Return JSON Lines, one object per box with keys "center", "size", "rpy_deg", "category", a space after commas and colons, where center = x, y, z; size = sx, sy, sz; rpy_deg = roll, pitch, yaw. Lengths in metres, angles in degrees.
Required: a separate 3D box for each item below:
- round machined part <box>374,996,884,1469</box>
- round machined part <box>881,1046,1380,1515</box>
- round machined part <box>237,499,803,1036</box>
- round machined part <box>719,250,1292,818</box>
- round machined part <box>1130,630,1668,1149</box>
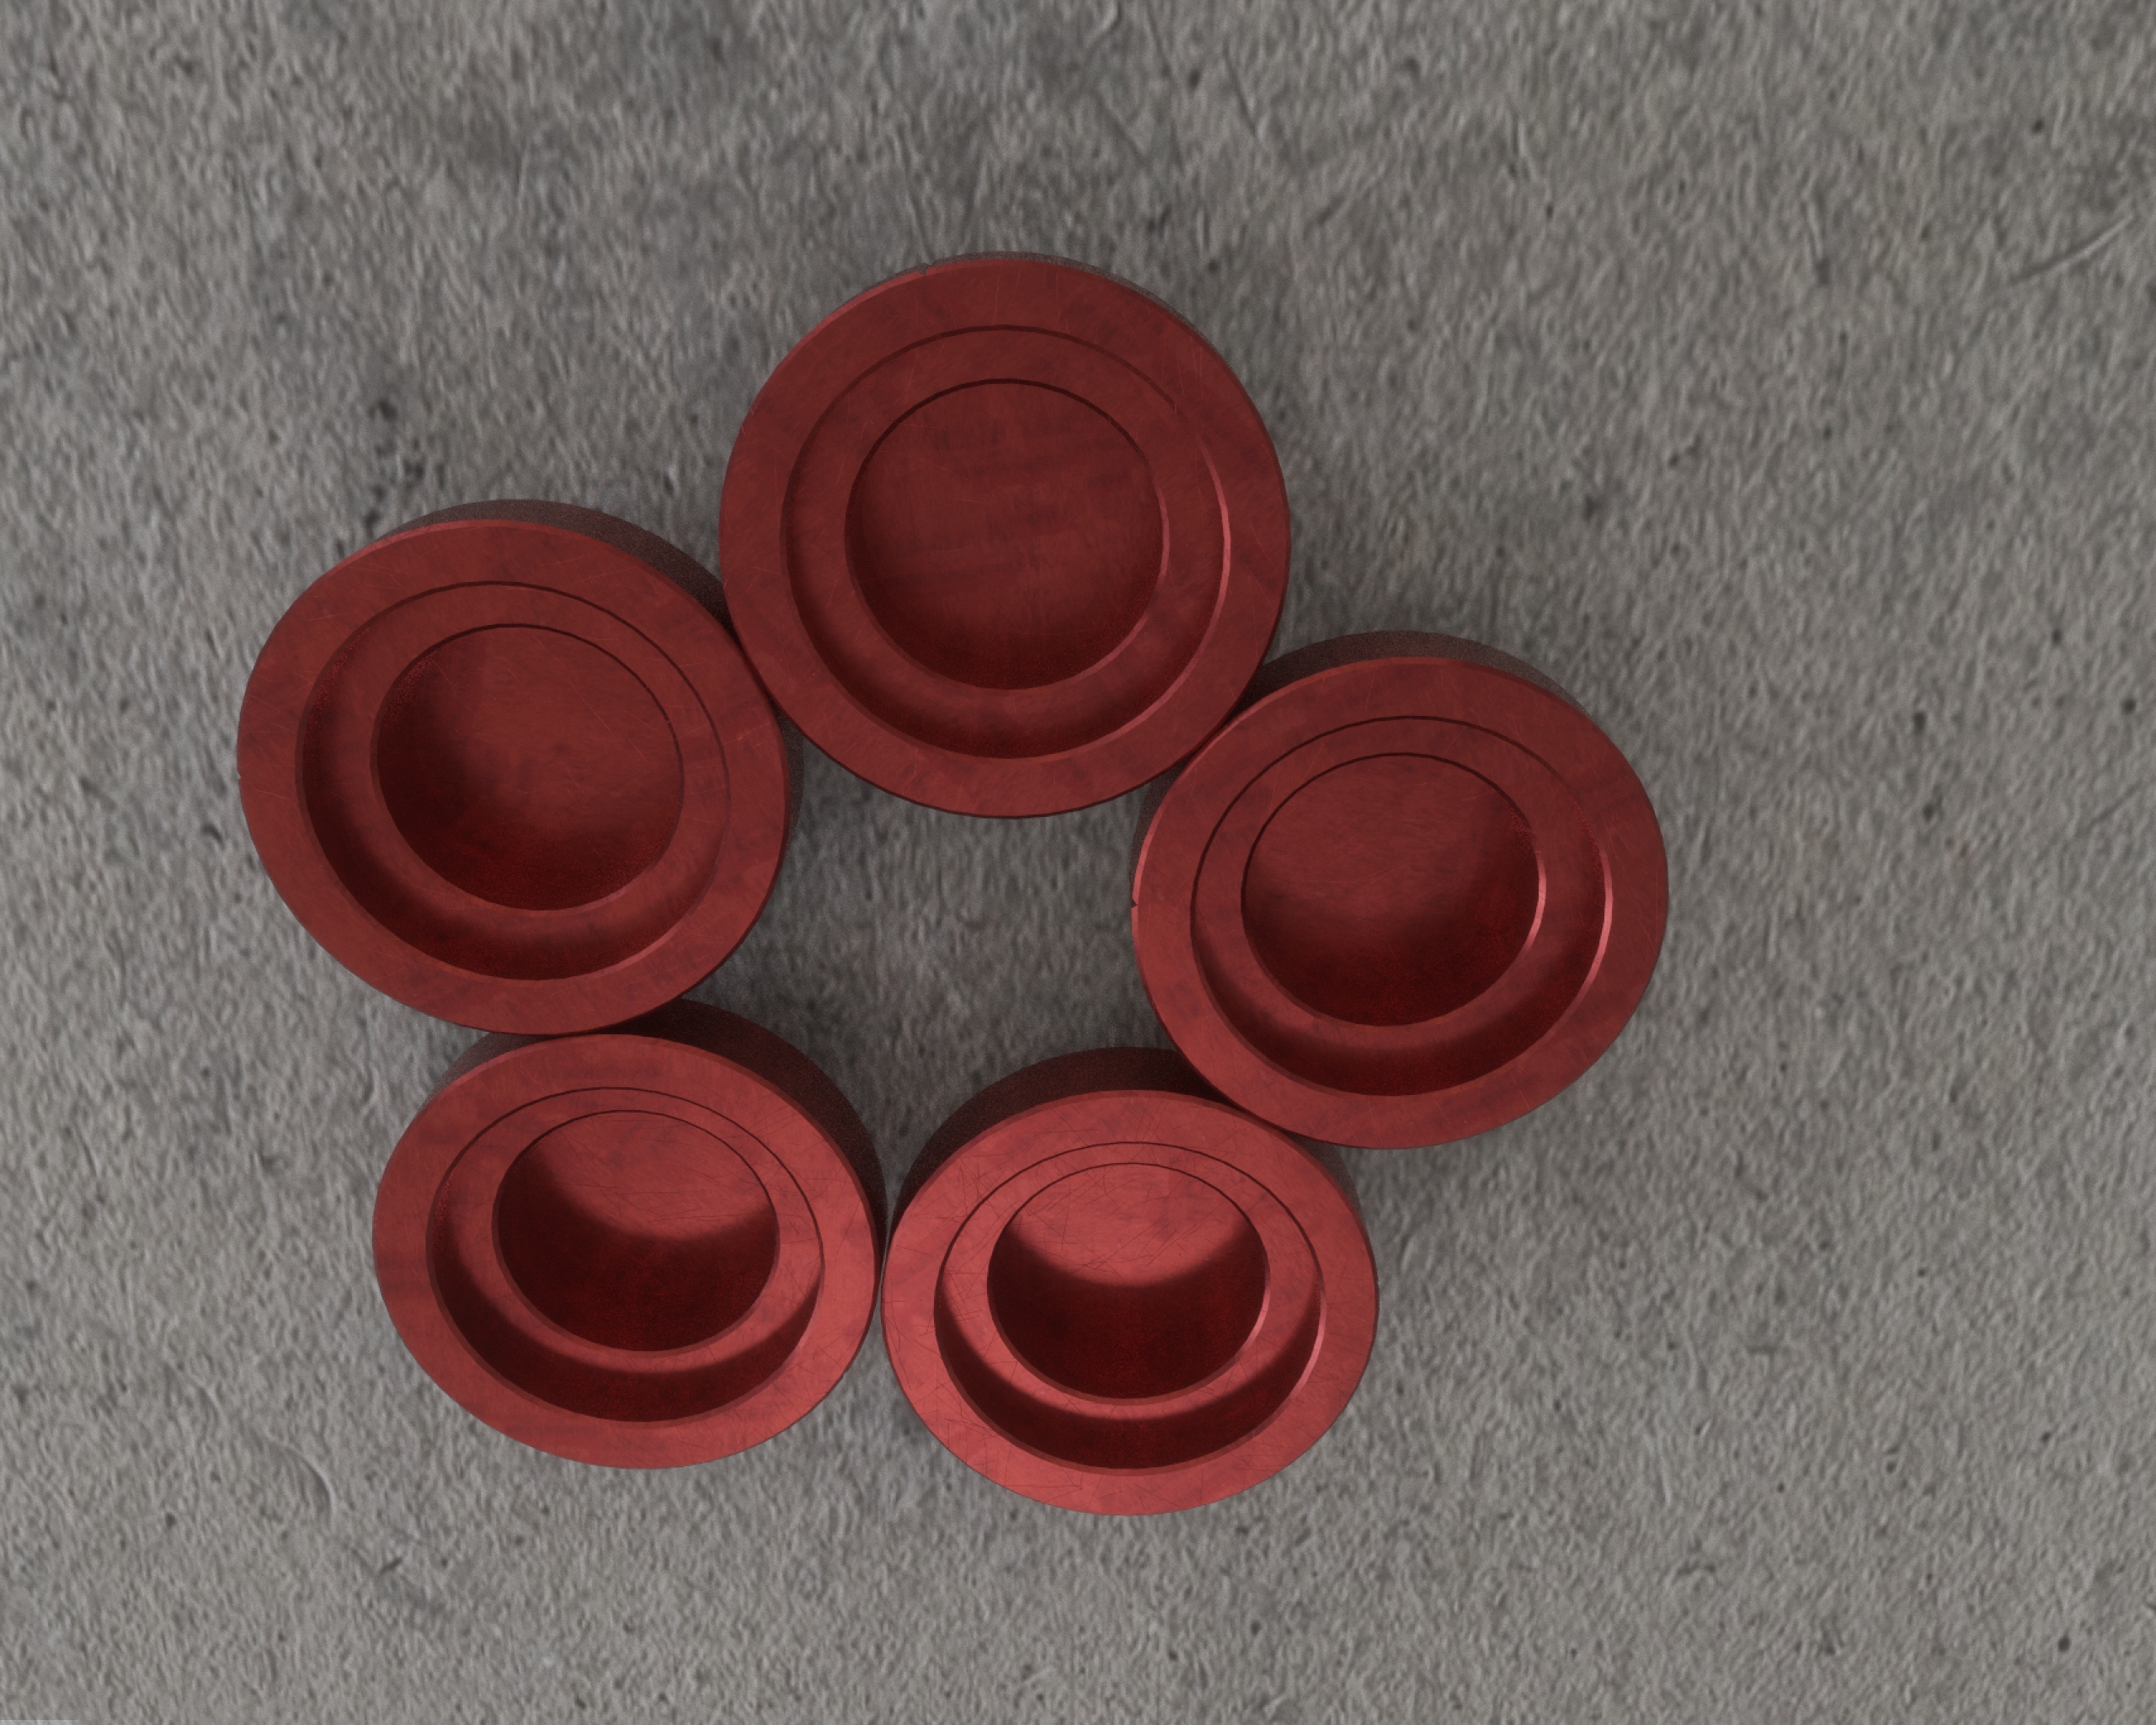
{"center": [-0.088, 0.071, 0.426], "size": [0.099, 0.042, 0.097], "rpy_deg": [0, 110, 0], "category": "round machined part"}
{"center": [0.010, 0.082, 0.431], "size": [0.099, 0.042, 0.097], "rpy_deg": [0, 110, 0], "category": "round machined part"}
{"center": [-0.101, -0.020, 0.392], "size": [0.099, 0.042, 0.097], "rpy_deg": [0, 110, 0], "category": "round machined part"}
{"center": [-0.013, -0.061, 0.378], "size": [0.099, 0.042, 0.097], "rpy_deg": [0, 110, 0], "category": "round machined part"}
{"center": [0.059, 0.002, 0.402], "size": [0.099, 0.042, 0.097], "rpy_deg": [0, 110, 0], "category": "round machined part"}
